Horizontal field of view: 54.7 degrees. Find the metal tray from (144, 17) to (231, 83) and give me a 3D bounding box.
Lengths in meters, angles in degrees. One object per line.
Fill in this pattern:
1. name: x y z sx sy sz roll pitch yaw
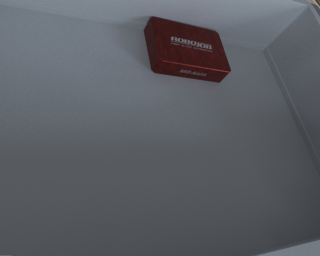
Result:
1. metal tray: 0.045 -0.125 0.503 0.131 0.030 0.090 3 60 -27
